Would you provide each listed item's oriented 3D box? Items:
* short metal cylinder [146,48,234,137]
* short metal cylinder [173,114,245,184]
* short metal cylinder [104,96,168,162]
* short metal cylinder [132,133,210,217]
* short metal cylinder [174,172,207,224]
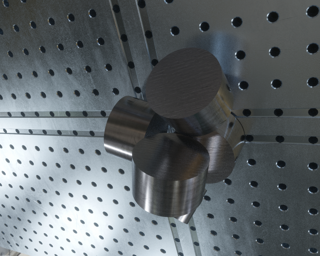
[{"bbox_3d":[0.032,-0.037,0.327,0.080,0.080,0.050,2,159,27],"label":"short metal cylinder"},{"bbox_3d":[0.057,0.020,0.376,0.080,0.050,0.079,13,123,21],"label":"short metal cylinder"},{"bbox_3d":[-0.027,0.004,0.392,0.050,0.080,0.079,17,125,18],"label":"short metal cylinder"},{"bbox_3d":[0.010,0.048,0.334,0.080,0.080,0.050,16,125,19],"label":"short metal cylinder"},{"bbox_3d":[0.015,0.084,0.412,0.080,0.050,0.080,31,171,6],"label":"short metal cylinder"}]
